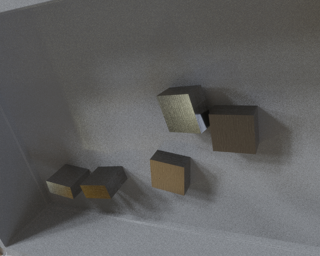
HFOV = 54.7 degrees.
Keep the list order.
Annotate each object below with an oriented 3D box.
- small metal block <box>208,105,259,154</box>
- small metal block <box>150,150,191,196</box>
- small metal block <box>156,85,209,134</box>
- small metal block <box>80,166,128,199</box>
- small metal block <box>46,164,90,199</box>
[{"bbox_3d":[0.088,0.001,0.363,0.050,0.025,0.050,3,120,26],"label":"small metal block"},{"bbox_3d":[0.015,0.063,0.438,0.050,0.025,0.050,11,123,22],"label":"small metal block"},{"bbox_3d":[0.029,-0.022,0.370,0.050,0.025,0.050,2,121,45],"label":"small metal block"},{"bbox_3d":[-0.088,0.085,0.490,0.050,0.050,0.025,-6,116,30],"label":"small metal block"},{"bbox_3d":[-0.154,0.090,0.527,0.050,0.050,0.025,9,122,23],"label":"small metal block"}]
